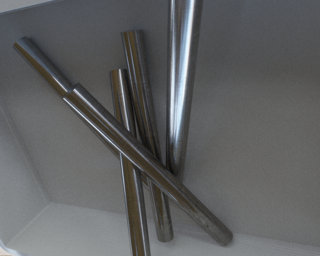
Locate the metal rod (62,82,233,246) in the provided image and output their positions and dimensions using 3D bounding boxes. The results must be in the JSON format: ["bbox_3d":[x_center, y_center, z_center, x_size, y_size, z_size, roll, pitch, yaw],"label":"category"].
[{"bbox_3d":[0.000,0.060,0.388,0.025,0.025,0.300,-25,120,36],"label":"metal rod"}]

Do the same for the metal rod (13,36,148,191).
[{"bbox_3d":[-0.096,-0.010,0.450,0.300,0.025,0.025,48,129,-6],"label":"metal rod"}]

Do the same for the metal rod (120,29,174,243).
[{"bbox_3d":[-0.012,0.025,0.410,0.025,0.025,0.298,3,114,26],"label":"metal rod"}]

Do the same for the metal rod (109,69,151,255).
[{"bbox_3d":[-0.034,0.076,0.395,0.025,0.025,0.298,-6,91,30],"label":"metal rod"}]

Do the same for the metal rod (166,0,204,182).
[{"bbox_3d":[0.019,-0.009,0.328,0.025,0.025,0.298,21,147,15],"label":"metal rod"}]
